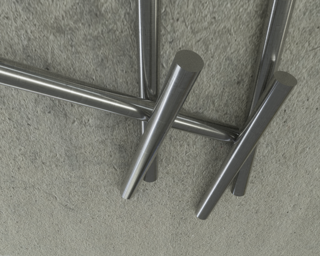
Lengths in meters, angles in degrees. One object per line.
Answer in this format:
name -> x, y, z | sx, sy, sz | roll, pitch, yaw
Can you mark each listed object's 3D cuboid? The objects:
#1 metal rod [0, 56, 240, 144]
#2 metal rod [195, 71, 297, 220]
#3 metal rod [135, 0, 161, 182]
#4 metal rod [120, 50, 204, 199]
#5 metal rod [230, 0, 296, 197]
metal rod -> -0.030, -0.023, 0.346 | 0.302, 0.025, 0.025 | 14, 130, -29
metal rod -> 0.101, 0.048, 0.426 | 0.025, 0.025, 0.298 | 8, 137, -7
metal rod -> -0.013, -0.041, 0.372 | 0.025, 0.025, 0.298 | 0, 130, -1
metal rod -> -0.014, 0.023, 0.374 | 0.025, 0.025, 0.298 | 11, 145, -10
metal rod -> 0.122, -0.014, 0.396 | 0.025, 0.025, 0.298 | -1, 130, 0
